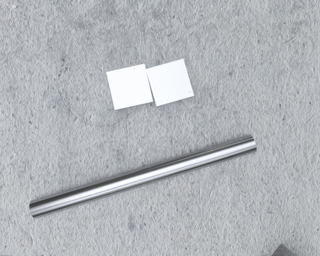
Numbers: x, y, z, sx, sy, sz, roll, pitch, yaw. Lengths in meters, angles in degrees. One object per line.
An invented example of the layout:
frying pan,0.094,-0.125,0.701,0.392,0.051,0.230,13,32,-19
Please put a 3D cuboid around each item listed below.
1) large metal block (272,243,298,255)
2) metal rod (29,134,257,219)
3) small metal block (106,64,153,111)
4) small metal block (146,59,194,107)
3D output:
large metal block,0.183,0.202,0.385,0.080,0.080,0.050,38,90,-1
metal rod,-0.021,0.064,0.409,0.302,0.025,0.025,-17,90,-1
small metal block,-0.039,-0.053,0.409,0.050,0.025,0.050,-13,90,-1
small metal block,0.013,-0.059,0.410,0.050,0.025,0.050,-16,90,-1
